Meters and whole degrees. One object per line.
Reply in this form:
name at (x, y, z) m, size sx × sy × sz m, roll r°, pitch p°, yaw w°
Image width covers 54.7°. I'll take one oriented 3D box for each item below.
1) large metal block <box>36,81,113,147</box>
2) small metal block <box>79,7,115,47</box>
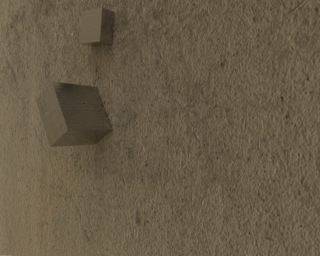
large metal block at (-0.130, -0.020, 0.474) m, size 0.050 × 0.081 × 0.080 m, roll -36°, pitch 68°, yaw 34°
small metal block at (-0.099, -0.156, 0.484) m, size 0.050 × 0.025 × 0.050 m, roll 8°, pitch 95°, yaw 39°
